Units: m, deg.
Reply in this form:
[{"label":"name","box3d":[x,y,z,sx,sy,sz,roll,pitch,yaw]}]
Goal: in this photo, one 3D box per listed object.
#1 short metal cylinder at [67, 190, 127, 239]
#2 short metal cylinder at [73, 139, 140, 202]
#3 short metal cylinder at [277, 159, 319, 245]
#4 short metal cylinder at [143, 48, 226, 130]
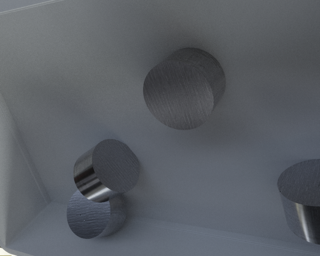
[{"label":"short metal cylinder","box3d":[-0.102,0.135,0.501,0.080,0.050,0.080,-6,75,21]},{"label":"short metal cylinder","box3d":[-0.077,0.062,0.450,0.050,0.080,0.080,-32,101,38]},{"label":"short metal cylinder","box3d":[0.172,0.076,0.329,0.080,0.080,0.050,-8,115,31]},{"label":"short metal cylinder","box3d":[0.028,-0.044,0.349,0.080,0.050,0.079,13,124,20]}]
